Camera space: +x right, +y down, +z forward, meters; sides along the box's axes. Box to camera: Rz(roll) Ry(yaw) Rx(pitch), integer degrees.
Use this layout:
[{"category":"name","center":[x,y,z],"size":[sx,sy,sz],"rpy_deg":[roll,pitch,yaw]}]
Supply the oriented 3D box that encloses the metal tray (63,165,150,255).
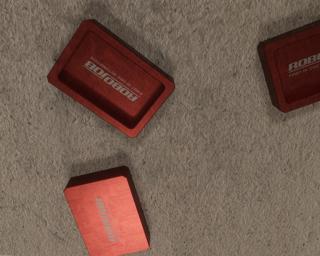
[{"category":"metal tray","center":[-0.074,0.126,0.453],"size":[0.090,0.030,0.129],"rpy_deg":[-13,110,4]}]

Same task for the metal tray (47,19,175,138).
[{"category":"metal tray","center":[-0.058,-0.059,0.384],"size":[0.130,0.030,0.090],"rpy_deg":[35,106,-13]}]

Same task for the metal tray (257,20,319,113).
[{"category":"metal tray","center":[0.196,-0.083,0.379],"size":[0.130,0.030,0.090],"rpy_deg":[-20,109,6]}]
